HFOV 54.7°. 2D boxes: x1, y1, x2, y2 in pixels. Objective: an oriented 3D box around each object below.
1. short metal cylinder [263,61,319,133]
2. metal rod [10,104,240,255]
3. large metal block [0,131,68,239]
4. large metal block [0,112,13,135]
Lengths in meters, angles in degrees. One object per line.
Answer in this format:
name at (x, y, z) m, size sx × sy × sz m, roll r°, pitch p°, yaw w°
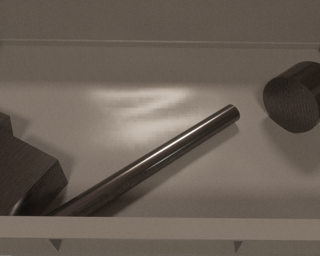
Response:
short metal cylinder at (0.185, -0.040, 0.406) m, size 0.050 × 0.080 × 0.080 m, roll -31°, pitch 57°, yaw -24°
metal rod at (-0.020, 0.048, 0.364) m, size 0.302 × 0.025 × 0.025 m, roll -30°, pitch 56°, yaw -23°
large metal block at (-0.163, 0.060, 0.336) m, size 0.080 × 0.050 × 0.080 m, roll 24°, pitch 54°, yaw 18°
large metal block at (-0.235, 0.012, 0.363) m, size 0.080 × 0.050 × 0.080 m, roll 20°, pitch 37°, yaw 15°
